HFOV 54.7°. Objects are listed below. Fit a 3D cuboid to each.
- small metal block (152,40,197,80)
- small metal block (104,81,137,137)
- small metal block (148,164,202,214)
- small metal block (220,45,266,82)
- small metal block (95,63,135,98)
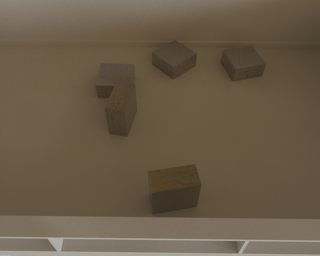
[{"bbox_3d":[0.023,-0.111,0.498,0.050,0.025,0.050,-34,58,-25],"label":"small metal block"},{"bbox_3d":[-0.050,-0.025,0.409,0.025,0.050,0.050,9,51,8],"label":"small metal block"},{"bbox_3d":[0.014,0.067,0.333,0.050,0.050,0.025,-8,51,-7],"label":"small metal block"},{"bbox_3d":[0.131,-0.103,0.493,0.050,0.025,0.050,-12,51,-10],"label":"small metal block"},{"bbox_3d":[-0.066,-0.071,0.464,0.050,0.025,0.050,2,50,1],"label":"small metal block"}]
